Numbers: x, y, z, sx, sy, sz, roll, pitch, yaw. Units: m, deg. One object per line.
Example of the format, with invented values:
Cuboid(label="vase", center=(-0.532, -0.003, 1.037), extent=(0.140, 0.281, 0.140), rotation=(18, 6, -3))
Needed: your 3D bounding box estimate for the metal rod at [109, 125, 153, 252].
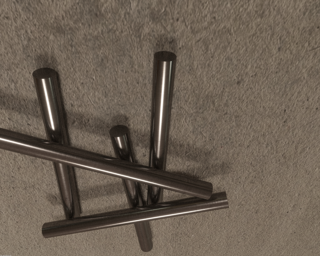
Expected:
Cuboid(label="metal rod", center=(-0.040, 0.117, 0.505), extent=(0.025, 0.025, 0.298), rotation=(-5, 130, 3))

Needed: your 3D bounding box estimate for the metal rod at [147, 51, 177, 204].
Cuboid(label="metal rod", center=(-0.002, 0.034, 0.436), extent=(0.025, 0.025, 0.298), rotation=(2, 130, -2))

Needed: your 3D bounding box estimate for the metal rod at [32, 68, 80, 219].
Cuboid(label="metal rod", center=(-0.141, 0.051, 0.448), extent=(0.025, 0.025, 0.298), rotation=(3, 130, -3))

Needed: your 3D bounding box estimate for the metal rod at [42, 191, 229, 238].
Cuboid(label="metal rod", center=(-0.044, 0.139, 0.490), extent=(0.301, 0.025, 0.025), rotation=(-12, 129, 9))

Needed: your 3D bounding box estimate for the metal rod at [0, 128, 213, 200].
Cuboid(label="metal rod", center=(-0.069, 0.050, 0.414), extent=(0.302, 0.025, 0.025), rotation=(17, 128, -14))
